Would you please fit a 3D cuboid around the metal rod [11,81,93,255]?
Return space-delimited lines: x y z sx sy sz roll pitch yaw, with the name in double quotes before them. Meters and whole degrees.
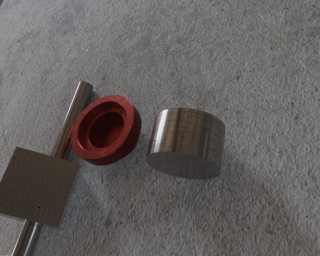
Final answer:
"metal rod" -0.153 0.062 0.445 0.025 0.025 0.300 -1 61 27

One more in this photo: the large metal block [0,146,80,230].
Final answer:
"large metal block" -0.154 0.079 0.395 0.080 0.050 0.080 17 65 -8

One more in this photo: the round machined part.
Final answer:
"round machined part" -0.068 0.007 0.425 0.098 0.042 0.098 -13 56 21

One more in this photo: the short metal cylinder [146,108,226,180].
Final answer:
"short metal cylinder" 0.029 0.020 0.341 0.080 0.080 0.050 -2 61 27
